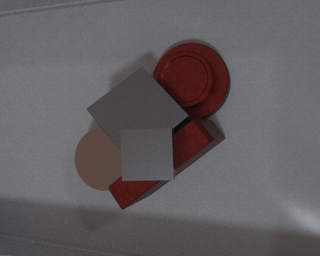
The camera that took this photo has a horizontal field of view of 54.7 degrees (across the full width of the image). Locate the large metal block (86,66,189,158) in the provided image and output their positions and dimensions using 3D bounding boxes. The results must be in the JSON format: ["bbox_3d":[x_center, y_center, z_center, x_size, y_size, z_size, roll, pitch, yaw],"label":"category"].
[{"bbox_3d":[-0.025,-0.010,0.365,0.080,0.050,0.080,-39,76,-10],"label":"large metal block"}]

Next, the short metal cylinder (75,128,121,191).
[{"bbox_3d":[-0.066,0.040,0.417,0.080,0.050,0.079,0,90,19],"label":"short metal cylinder"}]

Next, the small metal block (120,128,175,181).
[{"bbox_3d":[-0.011,0.026,0.311,0.050,0.025,0.050,-2,89,6],"label":"small metal block"}]

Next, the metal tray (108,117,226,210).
[{"bbox_3d":[0.012,0.040,0.369,0.130,0.090,0.030,-39,77,15],"label":"metal tray"}]

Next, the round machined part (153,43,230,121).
[{"bbox_3d":[0.036,-0.058,0.386,0.098,0.042,0.097,0,90,19],"label":"round machined part"}]
